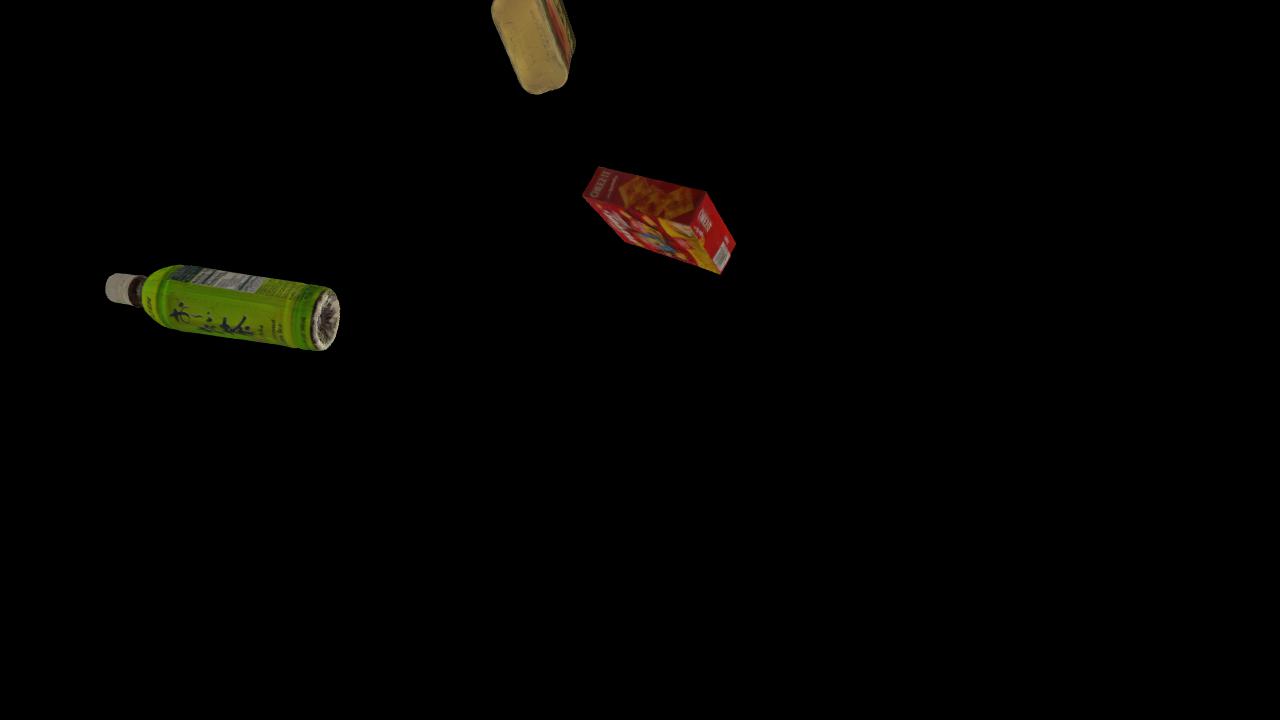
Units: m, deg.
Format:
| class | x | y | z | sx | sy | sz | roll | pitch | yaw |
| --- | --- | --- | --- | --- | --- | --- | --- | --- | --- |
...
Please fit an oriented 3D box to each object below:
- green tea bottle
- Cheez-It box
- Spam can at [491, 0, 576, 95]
| class | x | y | z | sx | sy | sz | roll | pitch | yaw |
| --- | --- | --- | --- | --- | --- | --- | --- | --- | --- |
| green tea bottle | -0.429 | -0.058 | 0.634 | 0.212 | 0.073 | 0.073 | 11 | -1 | -4 |
| Cheez-It box | 0.035 | -0.237 | 1.043 | 0.223 | 0.071 | 0.166 | 24 | -8 | 31 |
| Spam can | -0.107 | -0.338 | 0.628 | 0.058 | 0.085 | 0.101 | -11 | -44 | 12 |
